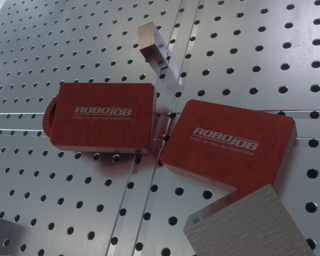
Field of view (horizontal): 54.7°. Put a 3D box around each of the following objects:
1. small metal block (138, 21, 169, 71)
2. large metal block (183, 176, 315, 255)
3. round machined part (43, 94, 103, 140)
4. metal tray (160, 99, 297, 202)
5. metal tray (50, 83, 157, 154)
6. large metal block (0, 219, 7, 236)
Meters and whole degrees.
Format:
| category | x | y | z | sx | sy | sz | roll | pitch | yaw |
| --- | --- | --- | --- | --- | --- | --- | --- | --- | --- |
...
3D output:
| category | x | y | z | sx | sy | sz | roll | pitch | yaw |
| --- | --- | --- | --- | --- | --- | --- | --- | --- | --- |
| small metal block | -0.010 | -0.125 | 0.474 | 0.025 | 0.050 | 0.050 | -18 | 55 | 18 |
| large metal block | 0.078 | 0.099 | 0.269 | 0.080 | 0.050 | 0.080 | -31 | 83 | 8 |
| round machined part | -0.126 | -0.016 | 0.474 | 0.098 | 0.042 | 0.098 | -13 | 56 | 21 |
| metal tray | 0.075 | 0.021 | 0.353 | 0.130 | 0.030 | 0.090 | 14 | 69 | 34 |
| metal tray | -0.073 | -0.014 | 0.417 | 0.131 | 0.030 | 0.090 | 2 | 71 | 7 |
| large metal block | -0.283 | 0.159 | 0.443 | 0.080 | 0.050 | 0.080 | 3 | 63 | 29 |
